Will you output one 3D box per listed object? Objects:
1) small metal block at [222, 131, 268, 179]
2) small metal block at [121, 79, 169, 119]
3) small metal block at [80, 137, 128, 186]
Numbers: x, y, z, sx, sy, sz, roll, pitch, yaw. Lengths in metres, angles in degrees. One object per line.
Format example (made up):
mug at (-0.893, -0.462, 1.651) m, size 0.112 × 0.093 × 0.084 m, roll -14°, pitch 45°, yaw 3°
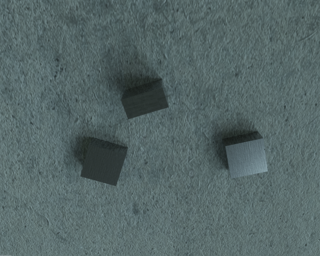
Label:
small metal block at (0.116, 0.037, 0.424) m, size 0.050 × 0.025 × 0.050 m, roll -12°, pitch 110°, yaw 4°
small metal block at (-0.017, -0.037, 0.383) m, size 0.050 × 0.050 × 0.025 m, roll -16°, pitch 109°, yaw 6°
small metal block at (-0.076, 0.046, 0.426) m, size 0.050 × 0.025 × 0.050 m, roll 17°, pitch 109°, yaw -7°
